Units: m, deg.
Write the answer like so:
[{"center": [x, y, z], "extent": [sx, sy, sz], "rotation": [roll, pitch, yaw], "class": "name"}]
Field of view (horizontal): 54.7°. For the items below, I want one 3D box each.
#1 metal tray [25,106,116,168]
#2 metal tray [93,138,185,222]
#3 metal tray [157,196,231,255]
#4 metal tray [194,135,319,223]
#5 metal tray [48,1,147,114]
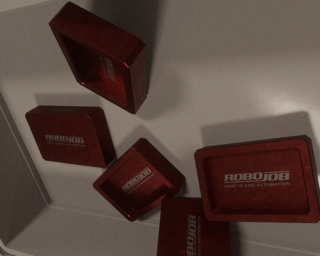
[{"center": [-0.140, 0.012, 0.484], "extent": [0.130, 0.030, 0.089], "rotation": [3, 120, 26], "class": "metal tray"}, {"center": [-0.036, 0.083, 0.473], "extent": [0.090, 0.030, 0.129], "rotation": [45, 129, -4], "class": "metal tray"}, {"center": [0.043, 0.154, 0.396], "extent": [0.090, 0.130, 0.030], "rotation": [1, 139, 6], "class": "metal tray"}, {"center": [0.111, 0.061, 0.362], "extent": [0.130, 0.030, 0.089], "rotation": [-10, 90, 32], "class": "metal tray"}, {"center": [-0.061, -0.070, 0.347], "extent": [0.090, 0.030, 0.130], "rotation": [30, 163, 8], "class": "metal tray"}]
